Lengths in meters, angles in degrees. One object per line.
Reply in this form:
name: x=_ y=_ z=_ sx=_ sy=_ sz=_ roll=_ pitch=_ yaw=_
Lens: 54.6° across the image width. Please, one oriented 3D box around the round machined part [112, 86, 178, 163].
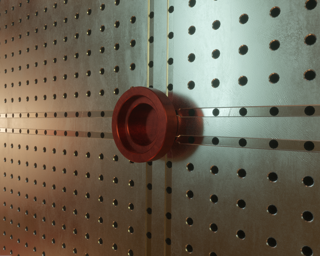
round machined part: x=-0.016 y=-0.004 z=0.412 sx=0.098 sy=0.042 sz=0.097 roll=0 pitch=90 yaw=40
